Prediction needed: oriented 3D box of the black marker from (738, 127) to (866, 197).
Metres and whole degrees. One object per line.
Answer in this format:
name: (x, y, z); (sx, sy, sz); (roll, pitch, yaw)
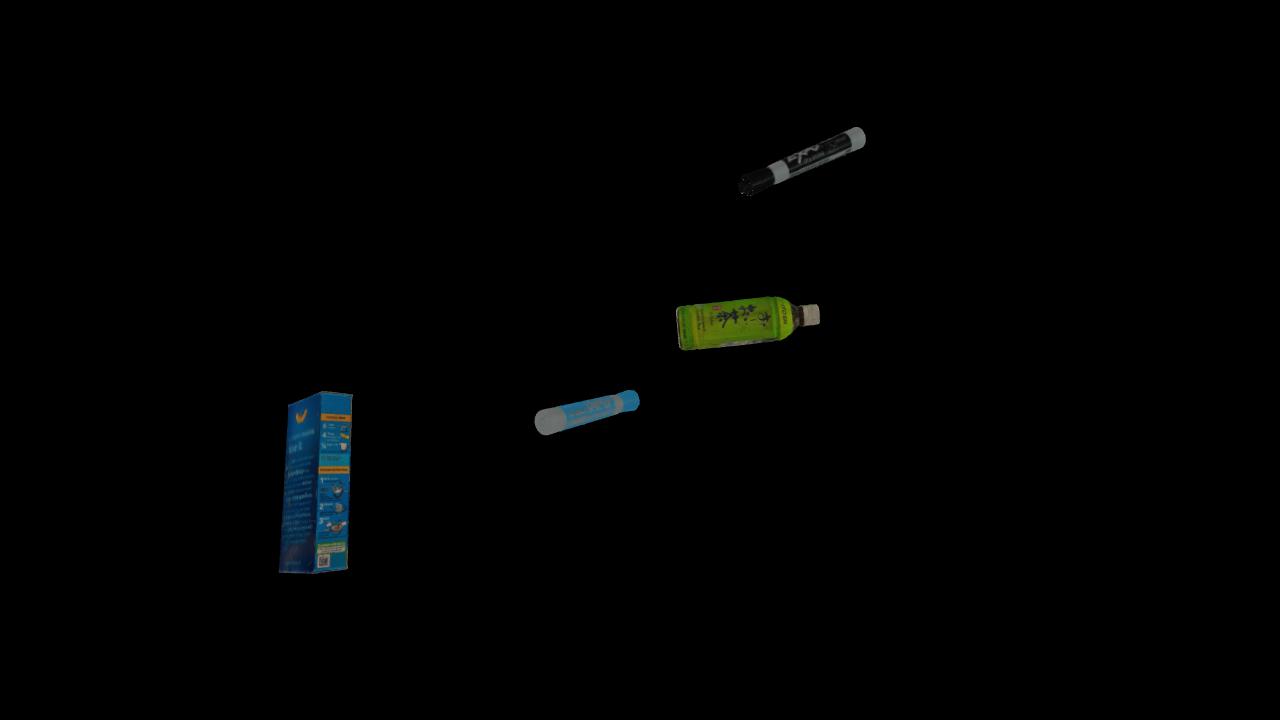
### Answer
black marker: (0.136, -0.167, 0.520); (0.121, 0.020, 0.020); (-26, 6, -12)

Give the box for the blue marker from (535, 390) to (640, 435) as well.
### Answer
blue marker: (-0.037, 0.040, 0.493); (0.020, 0.020, 0.121); (0, 5, 33)

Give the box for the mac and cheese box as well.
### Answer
mac and cheese box: (-0.351, 0.133, 0.666); (0.093, 0.184, 0.041); (-16, -18, 40)

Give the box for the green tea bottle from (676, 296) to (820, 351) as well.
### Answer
green tea bottle: (0.162, -0.057, 0.931); (0.212, 0.073, 0.073); (-5, 0, 5)
